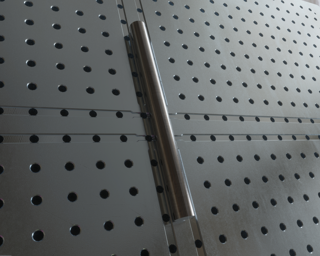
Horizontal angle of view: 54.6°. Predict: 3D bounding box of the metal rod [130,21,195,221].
[{"bbox_3d":[-0.003,-0.027,0.422,0.025,0.025,0.299,1,62,-28],"label":"metal rod"}]
